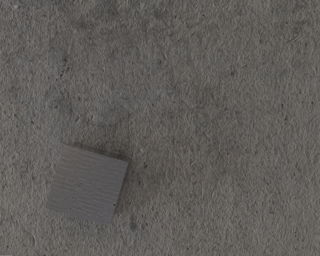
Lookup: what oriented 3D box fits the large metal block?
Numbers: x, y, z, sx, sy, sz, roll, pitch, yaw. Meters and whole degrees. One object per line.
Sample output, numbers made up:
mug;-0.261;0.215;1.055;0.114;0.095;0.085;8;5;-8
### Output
large metal block;-0.088;0.068;0.397;0.080;0.050;0.080;16;90;0
